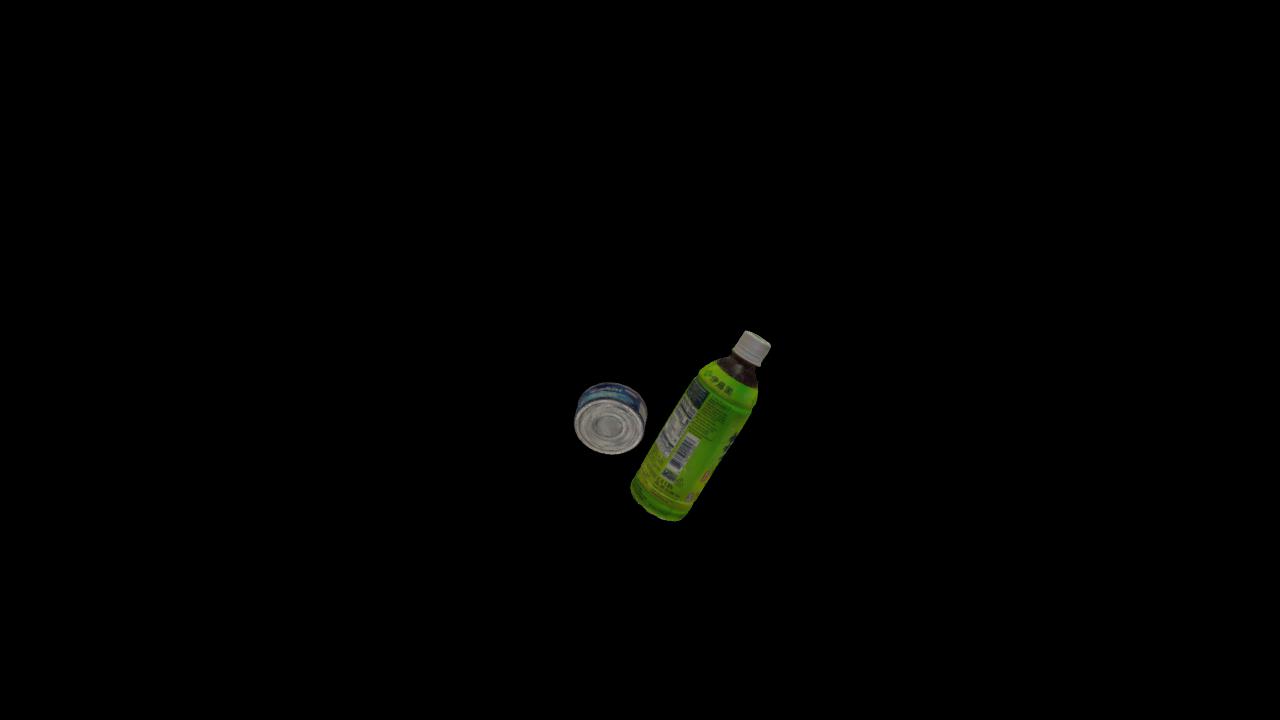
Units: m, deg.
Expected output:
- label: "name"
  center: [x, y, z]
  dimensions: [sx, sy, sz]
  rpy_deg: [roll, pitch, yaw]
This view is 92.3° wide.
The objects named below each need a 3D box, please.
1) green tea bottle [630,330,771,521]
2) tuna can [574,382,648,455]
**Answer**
- label: "green tea bottle"
  center: [0.067, 0.066, 0.636]
  dimensions: [0.073, 0.212, 0.073]
  rpy_deg: [27, 17, -9]
- label: "tuna can"
  center: [-0.034, 0.069, 0.716]
  dimensions: [0.084, 0.084, 0.034]
  rpy_deg: [0, 32, 7]
